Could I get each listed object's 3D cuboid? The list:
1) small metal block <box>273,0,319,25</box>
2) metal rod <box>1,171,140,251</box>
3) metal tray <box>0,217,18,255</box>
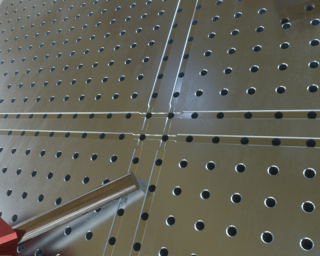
[{"bbox_3d":[0.183,-0.174,0.419,0.050,0.025,0.050,-14,56,20],"label":"small metal block"},{"bbox_3d":[-0.167,0.129,0.391,0.301,0.025,0.025,-25,53,3],"label":"metal rod"},{"bbox_3d":[-0.235,0.150,0.403,0.130,0.030,0.089,21,108,35],"label":"metal tray"}]
